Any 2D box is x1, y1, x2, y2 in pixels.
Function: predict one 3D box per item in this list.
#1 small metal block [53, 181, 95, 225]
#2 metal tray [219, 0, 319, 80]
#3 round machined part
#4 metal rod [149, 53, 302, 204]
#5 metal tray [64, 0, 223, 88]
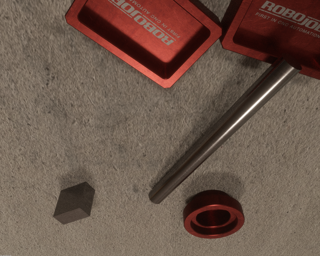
[{"bbox_3d":[-0.135,0.119,0.490,0.050,0.050,0.025,-21,127,17],"label":"small metal block"},{"bbox_3d":[0.136,-0.108,0.313,0.131,0.030,0.089,14,129,-13],"label":"metal tray"},{"bbox_3d":[0.087,0.140,0.517,0.099,0.042,0.097,-1,130,0],"label":"round machined part"},{"bbox_3d":[0.062,0.023,0.406,0.025,0.025,0.298,22,133,-18],"label":"metal rod"},{"bbox_3d":[-0.014,-0.108,0.311,0.131,0.030,0.090,31,123,-24],"label":"metal tray"}]
